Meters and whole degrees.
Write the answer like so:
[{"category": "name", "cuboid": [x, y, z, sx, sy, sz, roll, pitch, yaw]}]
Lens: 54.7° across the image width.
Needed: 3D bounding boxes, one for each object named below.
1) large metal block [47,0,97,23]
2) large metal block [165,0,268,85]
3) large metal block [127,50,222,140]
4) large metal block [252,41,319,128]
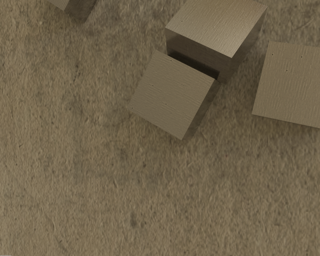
[{"category": "large metal block", "cuboid": [-0.130, -0.211, 0.440, 0.080, 0.050, 0.080, 35, 101, 16]}, {"category": "large metal block", "cuboid": [0.063, -0.110, 0.356, 0.080, 0.050, 0.080, 30, 71, 17]}, {"category": "large metal block", "cuboid": [0.019, -0.040, 0.388, 0.080, 0.050, 0.080, 30, 100, 17]}, {"category": "large metal block", "cuboid": [0.153, -0.045, 0.342, 0.080, 0.050, 0.079, 14, 95, 19]}]
